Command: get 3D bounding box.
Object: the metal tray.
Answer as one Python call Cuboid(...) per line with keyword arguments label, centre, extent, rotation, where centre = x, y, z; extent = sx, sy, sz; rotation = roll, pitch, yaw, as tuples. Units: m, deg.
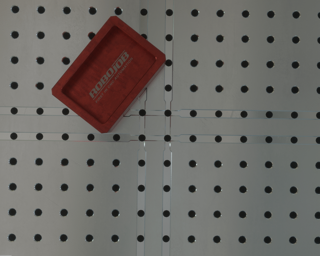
Cuboid(label="metal tray", centre=(-0.065, -0.068, 0.409), extent=(0.090, 0.030, 0.130), rotation=(39, 90, -1))
